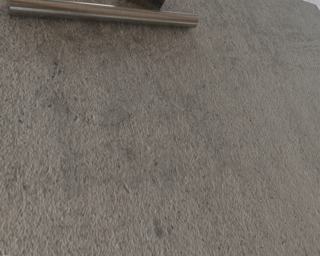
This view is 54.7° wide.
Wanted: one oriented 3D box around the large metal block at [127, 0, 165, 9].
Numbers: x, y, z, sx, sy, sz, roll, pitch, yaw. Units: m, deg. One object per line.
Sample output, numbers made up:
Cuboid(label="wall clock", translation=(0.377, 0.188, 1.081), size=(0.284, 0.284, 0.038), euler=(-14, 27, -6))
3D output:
Cuboid(label="large metal block", translation=(-0.026, -0.256, 0.531), size=(0.081, 0.050, 0.080), euler=(19, 54, -18))

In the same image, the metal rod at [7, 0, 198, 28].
Cuboid(label="metal rod", translation=(-0.066, -0.175, 0.475), size=(0.303, 0.025, 0.025), euler=(-8, 66, -32))
